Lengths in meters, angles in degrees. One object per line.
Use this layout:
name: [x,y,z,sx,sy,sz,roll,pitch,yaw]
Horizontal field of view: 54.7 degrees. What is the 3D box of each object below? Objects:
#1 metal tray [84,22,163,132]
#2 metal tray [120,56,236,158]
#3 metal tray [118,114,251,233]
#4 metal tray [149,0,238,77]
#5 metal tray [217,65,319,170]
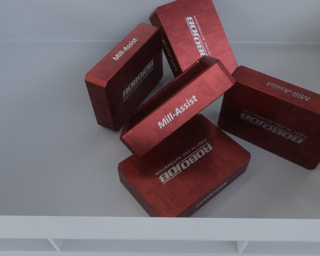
metal tray: [-0.041,-0.070,0.418,0.030,0.090,0.130,22,55,20]
metal tray: [0.016,-0.029,0.356,0.130,0.030,0.090,-38,14,8]
metal tray: [0.029,0.046,0.363,0.131,0.030,0.090,-32,57,-24]
metal tray: [0.052,-0.121,0.451,0.091,0.030,0.129,-27,99,-21]
metal tray: [0.140,-0.012,0.373,0.130,0.090,0.030,26,55,20]
